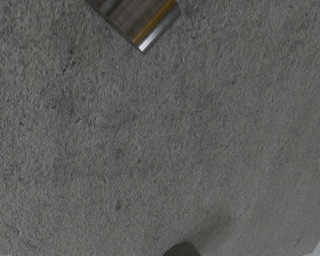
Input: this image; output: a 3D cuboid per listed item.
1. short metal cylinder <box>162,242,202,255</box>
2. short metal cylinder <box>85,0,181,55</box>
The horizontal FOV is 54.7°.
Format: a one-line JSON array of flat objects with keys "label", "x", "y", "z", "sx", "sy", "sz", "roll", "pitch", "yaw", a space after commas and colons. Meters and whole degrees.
[{"label": "short metal cylinder", "x": 0.044, "y": 0.261, "z": 0.576, "sx": 0.081, "sy": 0.050, "sz": 0.079, "roll": -14, "pitch": 124, "yaw": -21}, {"label": "short metal cylinder", "x": -0.027, "y": -0.114, "z": 0.286, "sx": 0.050, "sy": 0.080, "sz": 0.080, "roll": -47, "pitch": 129, "yaw": 5}]
